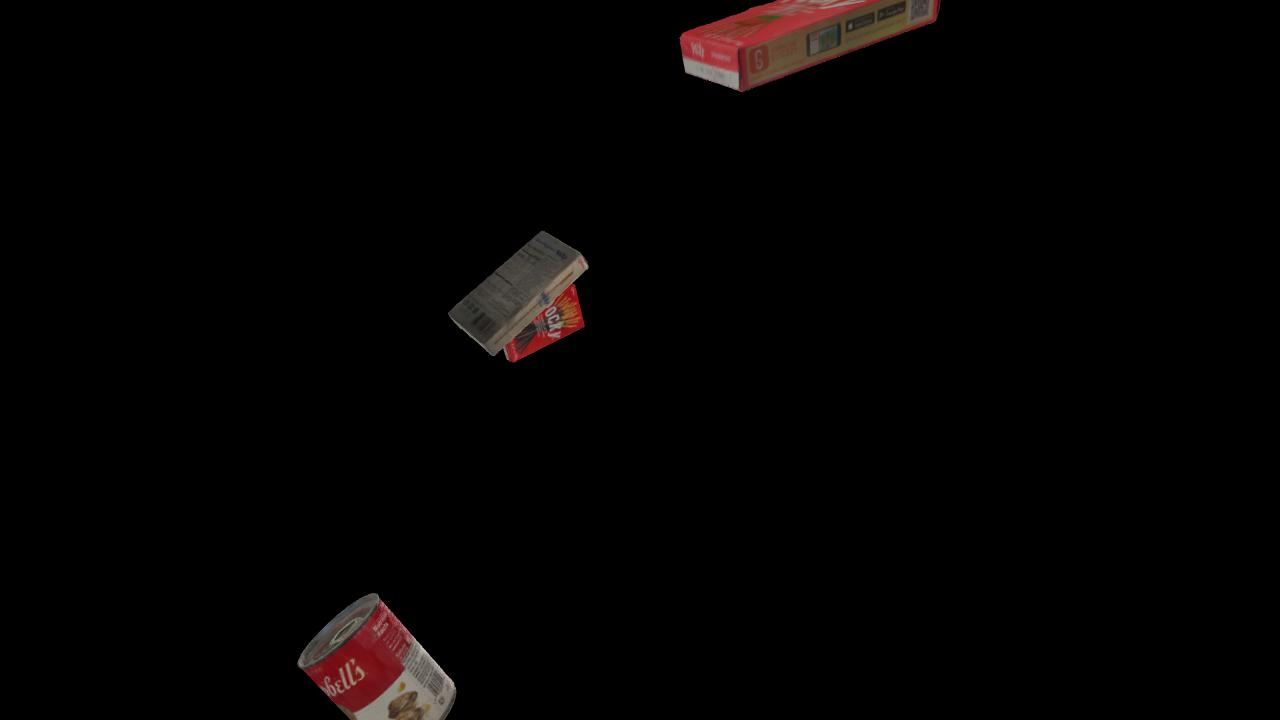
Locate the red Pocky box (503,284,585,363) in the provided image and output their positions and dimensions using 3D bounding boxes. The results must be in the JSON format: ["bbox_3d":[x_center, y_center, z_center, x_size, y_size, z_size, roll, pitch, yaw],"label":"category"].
[{"bbox_3d":[-0.164,-0.065,1.024,0.155,0.083,0.028,-31,29,-35],"label":"red Pocky box"}]

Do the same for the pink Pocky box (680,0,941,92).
[{"bbox_3d":[0.113,-0.228,0.421,0.155,0.029,0.084,-23,39,-10],"label":"pink Pocky box"}]

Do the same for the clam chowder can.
[{"bbox_3d":[-0.198,0.241,0.472,0.068,0.102,0.068,-32,13,8],"label":"clam chowder can"}]

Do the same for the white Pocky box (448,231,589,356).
[{"bbox_3d":[-0.141,-0.081,0.715,0.084,0.154,0.028,35,-16,37],"label":"white Pocky box"}]
